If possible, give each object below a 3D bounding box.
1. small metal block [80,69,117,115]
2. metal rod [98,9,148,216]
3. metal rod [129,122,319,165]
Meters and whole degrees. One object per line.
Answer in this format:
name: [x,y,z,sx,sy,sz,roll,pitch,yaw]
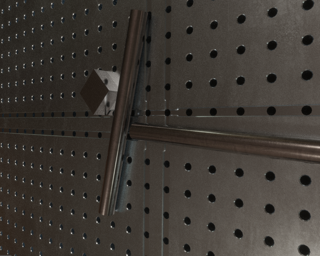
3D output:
small metal block: [-0.094,-0.055,0.484,0.050,0.025,0.050,-52,60,27]
metal rod: [-0.055,-0.016,0.452,0.025,0.025,0.298,17,101,38]
metal rod: [0.082,0.016,0.340,0.300,0.025,0.025,6,94,39]
